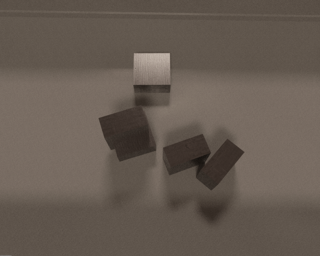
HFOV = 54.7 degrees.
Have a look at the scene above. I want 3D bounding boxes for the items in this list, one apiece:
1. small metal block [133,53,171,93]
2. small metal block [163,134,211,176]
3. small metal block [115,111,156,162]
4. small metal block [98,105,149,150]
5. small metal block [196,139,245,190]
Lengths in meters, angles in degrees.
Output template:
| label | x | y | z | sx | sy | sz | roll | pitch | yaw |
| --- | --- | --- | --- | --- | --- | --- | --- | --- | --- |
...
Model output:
| label | x | y | z | sx | sy | sz | roll | pitch | yaw |
| --- | --- | --- | --- | --- | --- | --- | --- | --- | --- |
| small metal block | -0.011 | -0.077 | 0.438 | 0.050 | 0.025 | 0.050 | 0 | 70 | -1 |
| small metal block | 0.031 | 0.034 | 0.384 | 0.050 | 0.050 | 0.025 | -19 | 72 | -7 |
| small metal block | -0.036 | 0.011 | 0.405 | 0.050 | 0.025 | 0.050 | -17 | 71 | -7 |
| small metal block | -0.041 | 0.001 | 0.369 | 0.050 | 0.050 | 0.025 | -18 | 72 | -7 |
| small metal block | 0.073 | 0.046 | 0.380 | 0.025 | 0.050 | 0.050 | 40 | 75 | 13 |
